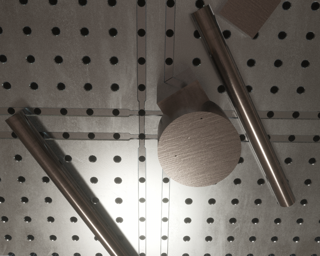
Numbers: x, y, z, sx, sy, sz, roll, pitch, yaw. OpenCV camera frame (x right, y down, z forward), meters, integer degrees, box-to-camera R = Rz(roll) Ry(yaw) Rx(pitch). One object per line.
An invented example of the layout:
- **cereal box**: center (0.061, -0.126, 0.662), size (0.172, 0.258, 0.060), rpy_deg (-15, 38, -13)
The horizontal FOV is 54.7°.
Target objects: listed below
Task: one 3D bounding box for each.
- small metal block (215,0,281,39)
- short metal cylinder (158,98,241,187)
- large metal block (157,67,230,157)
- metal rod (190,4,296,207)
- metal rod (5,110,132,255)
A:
- **small metal block**: center (0.102, -0.142, 0.363), size (0.050, 0.025, 0.050), rpy_deg (32, 107, -12)
- **short metal cylinder**: center (0.038, 0.013, 0.320), size (0.081, 0.050, 0.079), rpy_deg (0, 110, -1)
- **large metal block**: center (0.039, -0.021, 0.377), size (0.050, 0.080, 0.080), rpy_deg (-30, 108, 10)
- **metal rod**: center (0.117, -0.016, 0.409), size (0.025, 0.025, 0.299), rpy_deg (-27, 108, 9)
- **metal rod**: center (-0.118, 0.105, 0.450), size (0.025, 0.025, 0.299), rpy_deg (-28, 108, 9)
